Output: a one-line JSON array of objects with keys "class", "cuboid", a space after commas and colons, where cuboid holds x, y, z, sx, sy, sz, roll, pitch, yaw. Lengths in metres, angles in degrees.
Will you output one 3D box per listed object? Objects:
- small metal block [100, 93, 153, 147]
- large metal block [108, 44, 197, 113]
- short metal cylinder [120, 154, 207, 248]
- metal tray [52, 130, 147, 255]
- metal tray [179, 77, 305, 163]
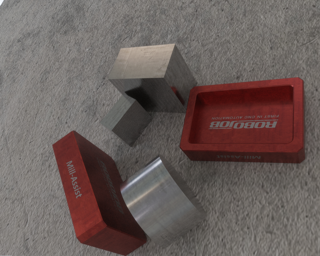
[{"class": "small metal block", "cuboid": [-0.044, -0.010, 0.417, 0.025, 0.050, 0.050, 29, 78, 37]}, {"class": "large metal block", "cuboid": [-0.007, -0.062, 0.410, 0.080, 0.080, 0.050, 3, 64, 30]}, {"class": "short metal cylinder", "cuboid": [0.004, 0.074, 0.321, 0.050, 0.080, 0.080, -38, 51, 3]}, {"class": "metal tray", "cuboid": [-0.070, 0.073, 0.353, 0.030, 0.090, 0.130, -35, 51, 5]}, {"class": "metal tray", "cuboid": [0.094, -0.008, 0.356, 0.130, 0.030, 0.090, -1, 61, 27]}]
